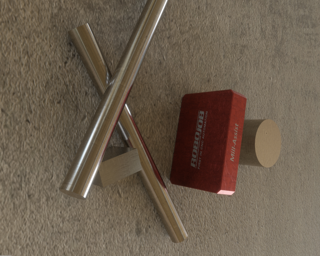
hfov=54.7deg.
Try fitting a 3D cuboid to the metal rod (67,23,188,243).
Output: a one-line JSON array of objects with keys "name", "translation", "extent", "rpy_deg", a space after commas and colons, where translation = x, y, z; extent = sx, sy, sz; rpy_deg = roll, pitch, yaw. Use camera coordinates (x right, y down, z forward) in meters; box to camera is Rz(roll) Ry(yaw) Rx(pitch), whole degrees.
[{"name": "metal rod", "translation": [-0.030, 0.021, 0.381], "extent": [0.025, 0.025, 0.299], "rpy_deg": [-37, 113, -34]}]

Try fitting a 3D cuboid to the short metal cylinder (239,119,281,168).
[{"name": "short metal cylinder", "translation": [0.163, 0.025, 0.528], "extent": [0.081, 0.050, 0.079], "rpy_deg": [0, 90, -40]}]

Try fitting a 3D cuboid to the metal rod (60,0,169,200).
[{"name": "metal rod", "translation": [-0.035, -0.067, 0.346], "extent": [0.025, 0.025, 0.300], "rpy_deg": [38, 58, -34]}]

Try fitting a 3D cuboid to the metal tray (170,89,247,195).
[{"name": "metal tray", "translation": [0.063, 0.017, 0.417], "extent": [0.030, 0.090, 0.129], "rpy_deg": [16, 80, -40]}]

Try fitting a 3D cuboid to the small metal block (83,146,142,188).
[{"name": "small metal block", "translation": [-0.057, 0.041, 0.342], "extent": [0.050, 0.050, 0.025], "rpy_deg": [-20, 103, -38]}]
